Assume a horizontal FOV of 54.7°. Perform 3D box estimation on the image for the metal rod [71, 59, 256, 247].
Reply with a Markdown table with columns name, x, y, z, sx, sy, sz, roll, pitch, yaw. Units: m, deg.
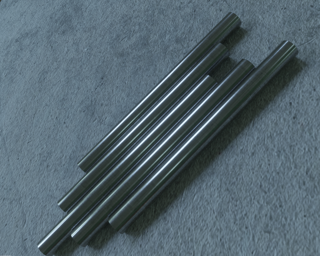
| name | x | y | z | sx | sy | sz | roll | pitch | yaw |
| --- | --- | --- | --- | --- | --- | --- | --- | --- | --- |
| metal rod | 0.007 | 0.028 | 0.383 | 0.300 | 0.025 | 0.025 | -45 | 51 | -4 |

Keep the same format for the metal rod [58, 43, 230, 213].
| name | x | y | z | sx | sy | sz | roll | pitch | yaw |
| --- | --- | --- | --- | --- | --- | --- | --- | --- | --- |
| metal rod | -0.019 | -0.002 | 0.415 | 0.300 | 0.025 | 0.025 | -45 | 51 | -4 |

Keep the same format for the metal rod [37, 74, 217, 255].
| name | x | y | z | sx | sy | sz | roll | pitch | yaw |
| --- | --- | --- | --- | --- | --- | --- | --- | --- | --- |
| metal rod | -0.037 | 0.045 | 0.396 | 0.300 | 0.025 | 0.025 | -45 | 51 | -4 |

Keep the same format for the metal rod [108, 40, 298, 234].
| name | x | y | z | sx | sy | sz | roll | pitch | yaw |
| --- | --- | --- | --- | --- | --- | --- | --- | --- | --- |
| metal rod | 0.054 | 0.008 | 0.371 | 0.300 | 0.025 | 0.025 | -45 | 51 | -4 |

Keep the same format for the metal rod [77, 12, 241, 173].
| name | x | y | z | sx | sy | sz | roll | pitch | yaw |
| --- | --- | --- | --- | --- | --- | --- | --- | --- | --- |
| metal rod | 0.002 | -0.050 | 0.434 | 0.300 | 0.025 | 0.025 | -45 | 51 | -4 |
